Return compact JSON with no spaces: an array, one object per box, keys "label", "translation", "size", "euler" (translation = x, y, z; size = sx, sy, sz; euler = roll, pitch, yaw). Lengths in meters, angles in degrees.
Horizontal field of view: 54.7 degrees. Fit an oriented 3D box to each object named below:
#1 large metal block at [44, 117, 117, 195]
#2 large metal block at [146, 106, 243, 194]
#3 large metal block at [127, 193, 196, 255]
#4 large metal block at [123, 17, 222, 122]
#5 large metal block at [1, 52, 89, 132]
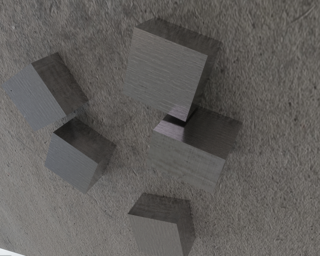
[{"label":"large metal block","translation":[-0.125,0.043,0.484],"size":[0.080,0.050,0.079],"euler":[34,129,5]},{"label":"large metal block","translation":[0.041,0.017,0.360],"size":[0.080,0.080,0.050],"euler":[22,127,14]},{"label":"large metal block","translation":[0.005,0.154,0.483],"size":[0.080,0.050,0.079],"euler":[3,120,26]},{"label":"large metal block","translation":[0.012,-0.066,0.344],"size":[0.080,0.050,0.079],"euler":[25,127,12]},{"label":"large metal block","translation":[-0.165,-0.050,0.447],"size":[0.080,0.050,0.080],"euler":[-20,108,35]}]
